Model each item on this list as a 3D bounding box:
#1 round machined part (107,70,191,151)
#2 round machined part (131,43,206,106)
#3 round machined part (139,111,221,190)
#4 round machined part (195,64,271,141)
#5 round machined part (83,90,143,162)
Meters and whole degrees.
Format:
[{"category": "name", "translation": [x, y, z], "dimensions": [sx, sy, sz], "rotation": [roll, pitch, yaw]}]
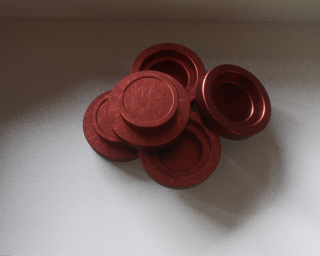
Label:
[{"category": "round machined part", "translation": [-0.013, -0.026, 0.362], "dimensions": [0.099, 0.042, 0.098], "rotation": [0, 70, -1]}, {"category": "round machined part", "translation": [0.011, -0.063, 0.422], "dimensions": [0.099, 0.042, 0.098], "rotation": [0, 70, -1]}, {"category": "round machined part", "translation": [0.024, 0.029, 0.388], "dimensions": [0.099, 0.042, 0.098], "rotation": [0, 70, -1]}, {"category": "round machined part", "translation": [0.089, -0.030, 0.399], "dimensions": [0.099, 0.042, 0.098], "rotation": [8, 66, -19]}, {"category": "round machined part", "translation": [-0.050, -0.008, 0.399], "dimensions": [0.099, 0.042, 0.098], "rotation": [0, 70, -1]}]
